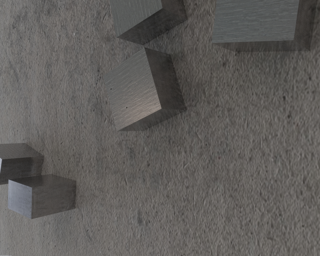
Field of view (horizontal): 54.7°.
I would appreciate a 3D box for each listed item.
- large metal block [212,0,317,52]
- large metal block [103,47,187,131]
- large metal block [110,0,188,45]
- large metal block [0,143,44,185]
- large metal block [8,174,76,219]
[{"bbox_3d":[0.103,-0.120,0.303,0.080,0.050,0.079,10,97,39],"label":"large metal block"},{"bbox_3d":[-0.021,-0.047,0.406,0.080,0.050,0.080,-25,74,37],"label":"large metal block"},{"bbox_3d":[-0.018,-0.166,0.404,0.080,0.050,0.080,-18,79,38],"label":"large metal block"},{"bbox_3d":[-0.289,0.067,0.608,0.080,0.081,0.050,22,104,38],"label":"large metal block"},{"bbox_3d":[-0.205,0.115,0.539,0.080,0.081,0.050,4,93,40],"label":"large metal block"}]
